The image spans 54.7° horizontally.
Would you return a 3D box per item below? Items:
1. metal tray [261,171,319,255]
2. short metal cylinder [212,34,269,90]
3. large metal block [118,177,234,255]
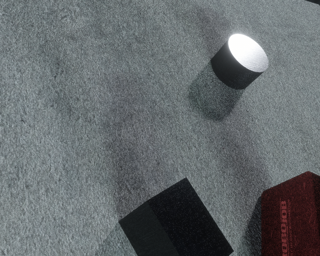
[{"bbox_3d":[0.164,0.127,0.372,0.030,0.090,0.130,23,53,-14],"label":"metal tray"},{"bbox_3d":[0.136,-0.113,0.530,0.081,0.050,0.080,14,56,-21],"label":"short metal cylinder"},{"bbox_3d":[0.012,0.107,0.309,0.050,0.080,0.080,-24,75,-36],"label":"large metal block"}]
